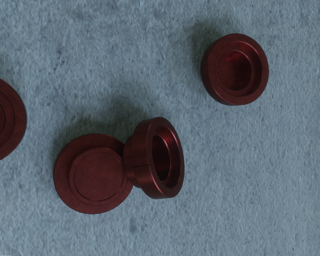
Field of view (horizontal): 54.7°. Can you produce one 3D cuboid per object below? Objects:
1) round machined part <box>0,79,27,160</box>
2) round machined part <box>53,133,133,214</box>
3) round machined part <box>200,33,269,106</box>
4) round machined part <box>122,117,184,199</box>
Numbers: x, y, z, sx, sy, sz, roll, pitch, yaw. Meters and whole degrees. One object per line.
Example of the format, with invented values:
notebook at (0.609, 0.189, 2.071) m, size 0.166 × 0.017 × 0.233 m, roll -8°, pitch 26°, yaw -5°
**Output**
round machined part at (-0.194, -0.009, 0.328) m, size 0.099 × 0.042 × 0.097 m, roll 0°, pitch 90°, yaw -21°
round machined part at (-0.076, 0.055, 0.373) m, size 0.099 × 0.042 × 0.097 m, roll 0°, pitch 90°, yaw -21°
round machined part at (0.101, -0.080, 0.439) m, size 0.099 × 0.042 × 0.097 m, roll 0°, pitch 90°, yaw -21°
round machined part at (-0.009, 0.038, 0.379) m, size 0.098 × 0.042 × 0.098 m, roll 36°, pitch 48°, yaw -54°
